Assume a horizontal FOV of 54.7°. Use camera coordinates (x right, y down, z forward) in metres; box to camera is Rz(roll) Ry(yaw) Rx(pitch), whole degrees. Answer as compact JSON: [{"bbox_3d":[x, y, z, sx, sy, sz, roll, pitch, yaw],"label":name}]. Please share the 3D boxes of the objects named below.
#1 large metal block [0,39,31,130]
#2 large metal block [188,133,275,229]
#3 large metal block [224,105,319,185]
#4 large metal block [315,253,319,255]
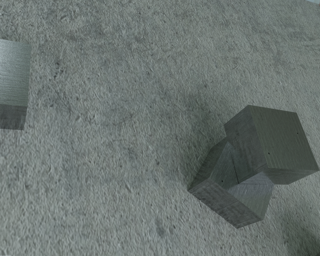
[{"bbox_3d":[-0.180,-0.047,0.319,0.081,0.050,0.080,5,60,-26],"label":"large metal block"},{"bbox_3d":[0.096,0.067,0.398,0.080,0.050,0.080,38,51,-3],"label":"large metal block"},{"bbox_3d":[0.135,0.023,0.382,0.081,0.050,0.080,6,59,-26],"label":"large metal block"},{"bbox_3d":[0.234,0.181,0.384,0.081,0.080,0.050,-15,70,-34],"label":"large metal block"}]
